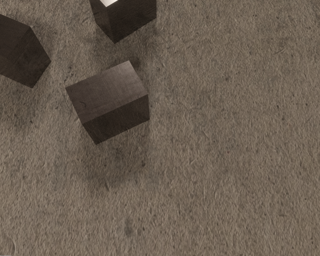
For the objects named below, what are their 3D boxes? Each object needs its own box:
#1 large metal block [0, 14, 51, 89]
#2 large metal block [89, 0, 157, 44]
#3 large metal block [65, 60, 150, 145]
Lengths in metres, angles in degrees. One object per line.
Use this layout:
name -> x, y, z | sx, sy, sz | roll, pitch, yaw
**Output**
large metal block -> -0.207, -0.106, 0.415 | 0.080, 0.080, 0.050 | 24, 72, 8
large metal block -> -0.052, -0.181, 0.445 | 0.080, 0.080, 0.050 | -37, 75, -12
large metal block -> -0.061, -0.029, 0.389 | 0.080, 0.080, 0.050 | -26, 72, -9
